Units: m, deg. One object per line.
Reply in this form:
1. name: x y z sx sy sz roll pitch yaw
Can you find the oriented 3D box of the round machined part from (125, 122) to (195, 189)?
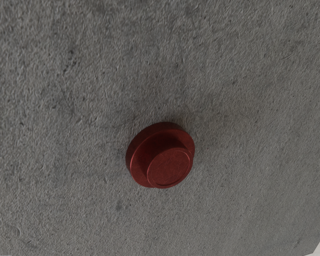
1. round machined part: 0.006 0.044 0.426 0.099 0.042 0.097 -14 124 -21
